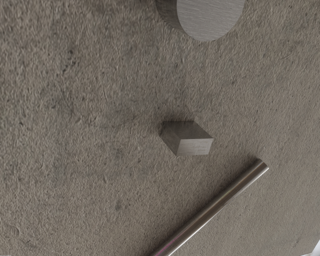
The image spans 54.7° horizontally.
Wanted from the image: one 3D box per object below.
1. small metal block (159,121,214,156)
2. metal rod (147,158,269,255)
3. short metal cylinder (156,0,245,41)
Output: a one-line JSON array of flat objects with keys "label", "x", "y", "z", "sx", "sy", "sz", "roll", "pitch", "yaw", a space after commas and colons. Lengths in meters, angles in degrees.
[{"label": "small metal block", "x": 0.035, "y": 0.013, "z": 0.418, "sx": 0.050, "sy": 0.050, "sz": 0.025, "roll": 0, "pitch": 119, "yaw": -28}, {"label": "metal rod", "x": 0.070, "y": 0.162, "z": 0.544, "sx": 0.300, "sy": 0.025, "sz": 0.025, "roll": -41, "pitch": 130, "yaw": 0}, {"label": "short metal cylinder", "x": 0.042, "y": -0.138, "z": 0.328, "sx": 0.081, "sy": 0.050, "sz": 0.079, "roll": -14, "pitch": 124, "yaw": -21}]
